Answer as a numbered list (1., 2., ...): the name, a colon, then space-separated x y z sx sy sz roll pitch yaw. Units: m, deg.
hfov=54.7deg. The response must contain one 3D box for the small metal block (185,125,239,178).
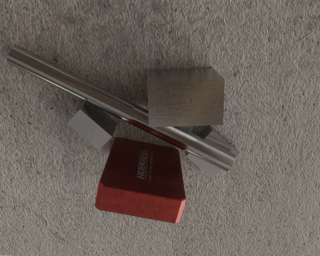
1. small metal block: 0.070 0.032 0.424 0.050 0.025 0.050 40 105 -14

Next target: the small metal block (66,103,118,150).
1. small metal block: -0.084 -0.006 0.394 0.050 0.050 0.025 43 104 -14

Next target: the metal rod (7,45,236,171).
1. metal rod: -0.044 -0.022 0.388 0.301 0.025 0.025 27 108 -5

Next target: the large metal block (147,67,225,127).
1. large metal block: 0.027 -0.039 0.366 0.081 0.080 0.050 -2 110 0

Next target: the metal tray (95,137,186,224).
1. metal tray: -0.020 0.056 0.376 0.091 0.130 0.030 12 110 -5
